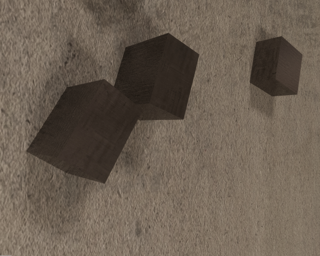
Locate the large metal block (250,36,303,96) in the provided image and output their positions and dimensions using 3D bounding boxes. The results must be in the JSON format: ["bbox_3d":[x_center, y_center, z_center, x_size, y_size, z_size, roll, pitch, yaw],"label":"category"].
[{"bbox_3d":[0.216,-0.111,0.573,0.080,0.050,0.080,19,78,-39],"label":"large metal block"}]

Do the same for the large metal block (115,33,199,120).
[{"bbox_3d":[-0.008,-0.055,0.363,0.050,0.080,0.080,24,75,-38],"label":"large metal block"}]

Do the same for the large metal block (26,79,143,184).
[{"bbox_3d":[-0.075,0.003,0.307,0.050,0.080,0.080,39,66,-34],"label":"large metal block"}]
